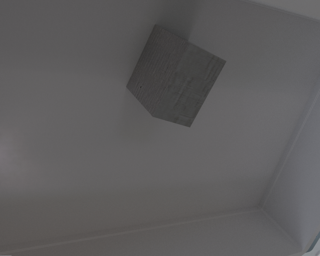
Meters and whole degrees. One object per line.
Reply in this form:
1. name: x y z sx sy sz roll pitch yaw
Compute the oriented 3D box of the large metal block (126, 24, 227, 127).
1. large metal block: 0.014 -0.059 0.344 0.050 0.080 0.080 15 110 -35
